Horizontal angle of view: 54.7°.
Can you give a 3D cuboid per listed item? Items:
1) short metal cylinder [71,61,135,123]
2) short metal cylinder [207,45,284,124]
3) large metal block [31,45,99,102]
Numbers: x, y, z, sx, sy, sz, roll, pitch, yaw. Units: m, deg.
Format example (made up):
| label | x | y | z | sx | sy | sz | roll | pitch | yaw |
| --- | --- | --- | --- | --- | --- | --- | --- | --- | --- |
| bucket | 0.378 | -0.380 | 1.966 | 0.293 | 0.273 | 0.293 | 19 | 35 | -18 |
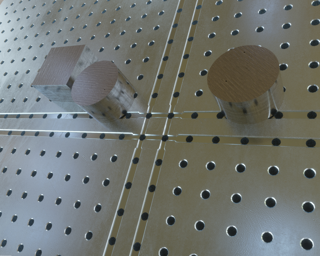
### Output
| label | x | y | z | sx | sy | sz | roll | pitch | yaw |
| --- | --- | --- | --- | --- | --- | --- | --- | --- | --- |
| short metal cylinder | -0.085 | -0.055 | 0.468 | 0.080 | 0.050 | 0.080 | -13 | 56 | 20 |
| short metal cylinder | 0.103 | -0.051 | 0.369 | 0.080 | 0.050 | 0.080 | -13 | 56 | 21 |
| large metal block | -0.157 | -0.092 | 0.529 | 0.080 | 0.050 | 0.080 | 4 | 64 | 29 |
